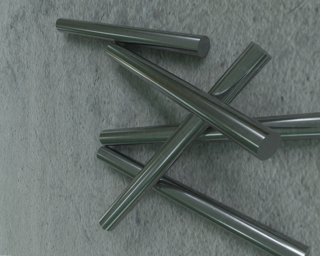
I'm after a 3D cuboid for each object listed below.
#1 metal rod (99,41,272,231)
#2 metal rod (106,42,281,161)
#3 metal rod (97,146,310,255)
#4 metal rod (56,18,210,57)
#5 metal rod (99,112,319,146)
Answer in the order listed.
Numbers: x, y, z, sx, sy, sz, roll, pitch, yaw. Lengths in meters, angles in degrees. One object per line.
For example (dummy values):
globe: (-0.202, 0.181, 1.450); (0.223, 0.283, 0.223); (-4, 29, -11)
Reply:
metal rod: (0.012, 0.029, 0.359); (0.298, 0.025, 0.025); (-51, 61, 27)
metal rod: (0.008, -0.050, 0.348); (0.300, 0.025, 0.025); (40, 115, 48)
metal rod: (0.025, 0.081, 0.382); (0.300, 0.025, 0.025); (21, 103, 37)
metal rod: (-0.060, -0.138, 0.452); (0.300, 0.025, 0.025); (21, 103, 37)
metal rod: (0.034, 0.006, 0.375); (0.300, 0.025, 0.025); (-4, 87, 39)
